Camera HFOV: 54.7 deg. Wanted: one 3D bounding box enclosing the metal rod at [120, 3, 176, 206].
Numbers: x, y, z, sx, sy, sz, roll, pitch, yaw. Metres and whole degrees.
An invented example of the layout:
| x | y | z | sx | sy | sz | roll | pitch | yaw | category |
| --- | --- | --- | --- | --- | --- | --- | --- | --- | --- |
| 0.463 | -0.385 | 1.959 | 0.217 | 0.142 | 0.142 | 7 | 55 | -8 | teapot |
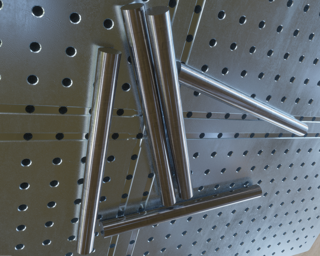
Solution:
| x | y | z | sx | sy | sz | roll | pitch | yaw | category |
| --- | --- | --- | --- | --- | --- | --- | --- | --- | --- |
| -0.007 | -0.005 | 0.405 | 0.025 | 0.025 | 0.298 | -22 | 127 | -16 | metal rod |

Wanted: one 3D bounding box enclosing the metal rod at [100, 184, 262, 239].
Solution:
| x | y | z | sx | sy | sz | roll | pitch | yaw | category |
| --- | --- | --- | --- | --- | --- | --- | --- | --- | --- |
| 0.050 | 0.135 | 0.524 | 0.303 | 0.025 | 0.025 | -7 | 122 | -26 | metal rod |

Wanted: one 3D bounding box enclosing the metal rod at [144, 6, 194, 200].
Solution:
| x | y | z | sx | sy | sz | roll | pitch | yaw | category |
| --- | --- | --- | --- | --- | --- | --- | --- | --- | --- |
| 0.019 | -0.006 | 0.406 | 0.025 | 0.025 | 0.298 | -24 | 132 | -14 | metal rod |

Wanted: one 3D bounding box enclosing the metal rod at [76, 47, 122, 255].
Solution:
| x | y | z | sx | sy | sz | roll | pitch | yaw | category |
| --- | --- | --- | --- | --- | --- | --- | --- | --- | --- |
| -0.083 | 0.048 | 0.396 | 0.025 | 0.025 | 0.298 | -2 | 120 | -28 | metal rod |

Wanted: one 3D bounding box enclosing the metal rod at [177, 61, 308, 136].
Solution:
| x | y | z | sx | sy | sz | roll | pitch | yaw | category |
| --- | --- | --- | --- | --- | --- | --- | --- | --- | --- |
| 0.135 | -0.034 | 0.466 | 0.302 | 0.025 | 0.025 | 17 | 109 | -35 | metal rod |
